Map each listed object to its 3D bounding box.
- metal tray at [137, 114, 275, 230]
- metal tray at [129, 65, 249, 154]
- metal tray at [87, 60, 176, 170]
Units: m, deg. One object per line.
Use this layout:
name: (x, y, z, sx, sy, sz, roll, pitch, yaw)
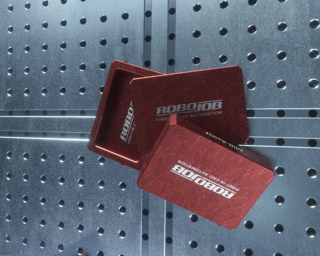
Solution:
metal tray: (0.051, 0.052, 0.358, 0.131, 0.030, 0.090, 26, 109, -7)
metal tray: (0.035, -0.022, 0.375, 0.131, 0.030, 0.090, -7, 95, 5)
metal tray: (-0.038, -0.018, 0.423, 0.090, 0.030, 0.129, 20, 97, 19)
